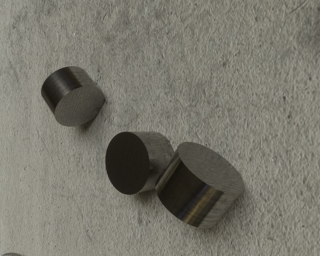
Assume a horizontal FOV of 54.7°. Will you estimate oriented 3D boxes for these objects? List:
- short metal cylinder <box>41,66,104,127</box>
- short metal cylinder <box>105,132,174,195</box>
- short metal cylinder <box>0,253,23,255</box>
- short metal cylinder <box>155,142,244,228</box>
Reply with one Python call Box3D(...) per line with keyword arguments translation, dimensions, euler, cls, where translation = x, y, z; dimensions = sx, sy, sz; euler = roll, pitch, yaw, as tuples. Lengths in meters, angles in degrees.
Box3D(translation=(-0.135, -0.048, 0.481), dimensions=(0.050, 0.081, 0.080), euler=(50, 119, 28), cls="short metal cylinder")
Box3D(translation=(-0.027, 0.044, 0.411), dimensions=(0.080, 0.050, 0.080), euler=(0, 90, 40), cls="short metal cylinder")
Box3D(translation=(-0.315, 0.302, 0.630), dimensions=(0.050, 0.081, 0.080), euler=(-35, 68, 35), cls="short metal cylinder")
Box3D(translation=(0.042, 0.059, 0.334), dimensions=(0.080, 0.081, 0.050), euler=(45, 117, 30), cls="short metal cylinder")
